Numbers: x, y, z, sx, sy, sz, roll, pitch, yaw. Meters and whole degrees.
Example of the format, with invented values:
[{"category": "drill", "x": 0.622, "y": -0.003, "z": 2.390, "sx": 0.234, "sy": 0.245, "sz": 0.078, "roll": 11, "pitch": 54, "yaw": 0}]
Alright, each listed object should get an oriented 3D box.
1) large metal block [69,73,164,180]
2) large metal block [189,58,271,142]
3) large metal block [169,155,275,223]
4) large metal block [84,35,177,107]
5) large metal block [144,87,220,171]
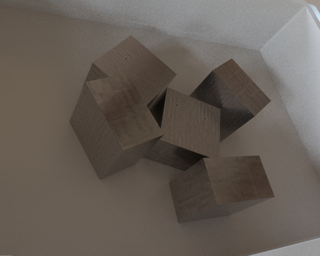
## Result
[{"category": "large metal block", "x": -0.052, "y": -0.001, "z": 0.342, "sx": 0.050, "sy": 0.080, "sz": 0.080, "roll": -21, "pitch": 73, "yaw": -36}, {"category": "large metal block", "x": 0.093, "y": -0.037, "z": 0.443, "sx": 0.080, "sy": 0.080, "sz": 0.050, "roll": 49, "pitch": 51, "yaw": 6}, {"category": "large metal block", "x": 0.069, "y": 0.072, "z": 0.364, "sx": 0.081, "sy": 0.080, "sz": 0.050, "roll": 1, "pitch": 62, "yaw": -28}, {"category": "large metal block", "x": -0.038, "y": -0.062, "z": 0.406, "sx": 0.080, "sy": 0.050, "sz": 0.080, "roll": 41, "pitch": 51, "yaw": -1}, {"category": "large metal block", "x": 0.030, "y": 0.005, "z": 0.402, "sx": 0.080, "sy": 0.050, "sz": 0.080, "roll": 21, "pitch": 54, "yaw": -17}]
